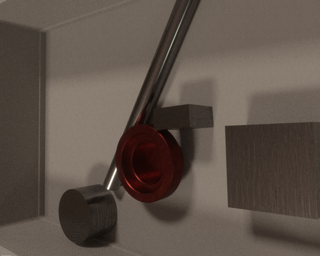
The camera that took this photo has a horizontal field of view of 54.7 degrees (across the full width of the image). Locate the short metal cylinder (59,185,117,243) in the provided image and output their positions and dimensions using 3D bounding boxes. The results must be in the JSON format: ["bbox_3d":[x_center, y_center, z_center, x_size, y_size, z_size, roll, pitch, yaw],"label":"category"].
[{"bbox_3d":[-0.112,0.131,0.481,0.080,0.050,0.079,0,90,39],"label":"short metal cylinder"}]

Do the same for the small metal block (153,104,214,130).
[{"bbox_3d":[0.028,-0.012,0.366,0.050,0.050,0.025,-5,87,39],"label":"small metal block"}]

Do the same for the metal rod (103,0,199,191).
[{"bbox_3d":[-0.016,-0.043,0.418,0.025,0.025,0.298,36,112,33],"label":"metal rod"}]

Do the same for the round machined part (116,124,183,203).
[{"bbox_3d":[-0.009,0.043,0.399,0.098,0.042,0.097,3,94,40],"label":"round machined part"}]

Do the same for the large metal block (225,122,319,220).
[{"bbox_3d":[0.112,0.036,0.297,0.080,0.050,0.079,-3,88,39],"label":"large metal block"}]
